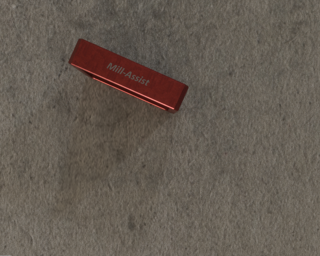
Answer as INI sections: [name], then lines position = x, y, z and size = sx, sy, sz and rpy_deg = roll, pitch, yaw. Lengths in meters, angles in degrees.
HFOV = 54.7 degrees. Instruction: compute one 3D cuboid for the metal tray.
[metal tray]
position = -0.034, -0.058, 0.377
size = 0.131, 0.090, 0.030
rpy_deg = 24, 90, -1
